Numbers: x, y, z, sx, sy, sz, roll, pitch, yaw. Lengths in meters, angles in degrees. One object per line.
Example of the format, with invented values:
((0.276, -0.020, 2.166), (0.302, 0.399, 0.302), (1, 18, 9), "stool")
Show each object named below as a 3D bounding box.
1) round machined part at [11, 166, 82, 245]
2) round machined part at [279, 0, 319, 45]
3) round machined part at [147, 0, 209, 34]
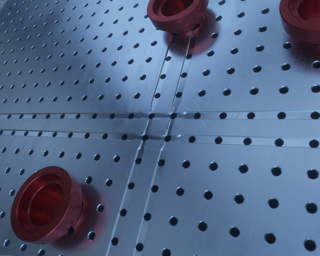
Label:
((-0.144, 0.104, 0.411), (0.098, 0.042, 0.098), (-13, 56, 21), "round machined part")
((0.201, -0.142, 0.379), (0.098, 0.042, 0.098), (-13, 56, 21), "round machined part")
((0.032, -0.192, 0.499), (0.098, 0.042, 0.098), (-13, 56, 21), "round machined part")
